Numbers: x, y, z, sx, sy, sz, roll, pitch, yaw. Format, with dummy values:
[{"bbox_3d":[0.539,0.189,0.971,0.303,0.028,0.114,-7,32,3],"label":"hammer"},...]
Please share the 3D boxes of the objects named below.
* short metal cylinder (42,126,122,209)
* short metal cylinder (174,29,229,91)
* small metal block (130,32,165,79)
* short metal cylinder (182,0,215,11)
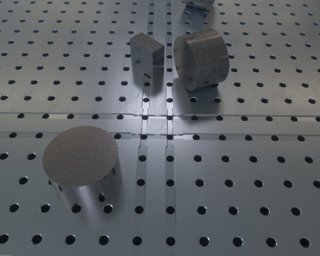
[{"bbox_3d":[-0.086,0.044,0.354,0.081,0.050,0.080,0,50,0],"label":"short metal cylinder"},{"bbox_3d":[0.059,-0.100,0.456,0.050,0.080,0.080,-17,52,-14],"label":"short metal cylinder"},{"bbox_3d":[-0.020,-0.114,0.487,0.050,0.050,0.025,37,59,27],"label":"small metal block"},{"bbox_3d":[0.081,-0.277,0.605,0.050,0.080,0.080,21,53,16],"label":"short metal cylinder"}]
